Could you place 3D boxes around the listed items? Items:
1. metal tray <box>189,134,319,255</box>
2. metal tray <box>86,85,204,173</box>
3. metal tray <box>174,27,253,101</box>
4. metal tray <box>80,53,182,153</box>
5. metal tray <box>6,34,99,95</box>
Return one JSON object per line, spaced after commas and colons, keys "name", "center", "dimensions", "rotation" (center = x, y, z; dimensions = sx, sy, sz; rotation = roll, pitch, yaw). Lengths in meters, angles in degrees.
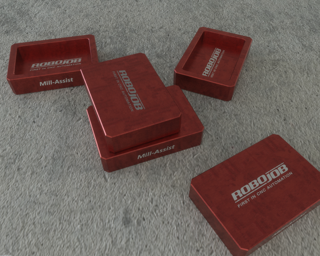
{"name": "metal tray", "center": [0.110, 0.069, 0.342], "dimensions": [0.131, 0.030, 0.090], "rotation": [-25, 55, -20]}
{"name": "metal tray", "center": [-0.020, -0.003, 0.402], "dimensions": [0.131, 0.030, 0.090], "rotation": [-16, 52, -13]}
{"name": "metal tray", "center": [0.085, -0.105, 0.488], "dimensions": [0.090, 0.030, 0.130], "rotation": [18, 52, 14]}
{"name": "metal tray", "center": [-0.040, -0.038, 0.392], "dimensions": [0.091, 0.030, 0.130], "rotation": [-17, 52, -14]}
{"name": "metal tray", "center": [-0.162, -0.102, 0.483], "dimensions": [0.131, 0.030, 0.090], "rotation": [-10, 51, -8]}
